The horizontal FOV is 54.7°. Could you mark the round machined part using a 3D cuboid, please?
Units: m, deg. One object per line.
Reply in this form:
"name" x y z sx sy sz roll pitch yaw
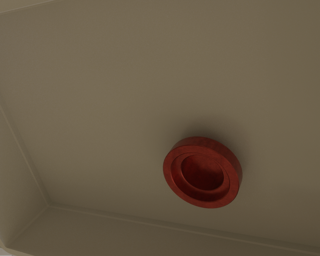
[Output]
"round machined part" 0.057 0.052 0.399 0.098 0.042 0.097 13 124 20
